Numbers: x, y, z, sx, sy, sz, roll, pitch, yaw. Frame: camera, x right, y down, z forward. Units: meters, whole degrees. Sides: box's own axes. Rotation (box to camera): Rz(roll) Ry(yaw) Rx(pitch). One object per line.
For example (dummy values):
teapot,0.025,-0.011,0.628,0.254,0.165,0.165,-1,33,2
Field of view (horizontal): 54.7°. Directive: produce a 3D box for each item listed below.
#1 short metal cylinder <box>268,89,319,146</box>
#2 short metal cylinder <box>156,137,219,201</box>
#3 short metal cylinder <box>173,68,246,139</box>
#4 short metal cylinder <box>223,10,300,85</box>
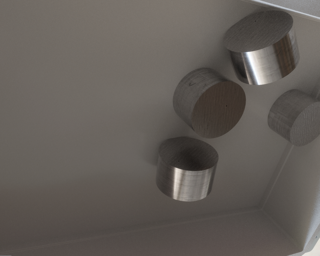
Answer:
short metal cylinder,0.225,-0.017,0.504,0.081,0.050,0.079,-14,124,-21
short metal cylinder,0.036,0.055,0.426,0.081,0.080,0.050,-9,122,-24
short metal cylinder,0.064,-0.033,0.407,0.081,0.050,0.079,-14,124,-21
short metal cylinder,0.124,-0.099,0.380,0.080,0.080,0.050,-37,129,-4
